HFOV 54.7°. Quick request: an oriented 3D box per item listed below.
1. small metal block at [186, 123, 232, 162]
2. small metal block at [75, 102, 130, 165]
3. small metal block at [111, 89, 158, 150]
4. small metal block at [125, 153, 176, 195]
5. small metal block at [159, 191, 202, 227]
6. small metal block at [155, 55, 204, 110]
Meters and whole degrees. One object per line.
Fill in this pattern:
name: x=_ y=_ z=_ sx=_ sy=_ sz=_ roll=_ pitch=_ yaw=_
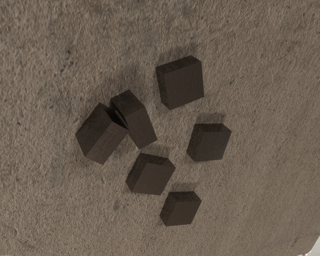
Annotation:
small metal block: x=0.073 y=0.021 z=0.462 sx=0.050 sy=0.025 sz=0.050 roll=-1 pitch=119 yaw=-28
small metal block: x=-0.068 y=0.006 z=0.358 sx=0.025 sy=0.050 sz=0.050 roll=32 pitch=100 yaw=-39
small metal block: x=-0.031 y=-0.011 z=0.369 sx=0.025 sy=0.050 sz=0.050 roll=-28 pitch=128 yaw=-11
small metal block: x=-0.014 y=0.067 z=0.442 sx=0.050 sy=0.025 sz=0.050 roll=15 pitch=110 yaw=-35
small metal block: x=0.034 y=0.132 z=0.509 sx=0.050 sy=0.025 sz=0.050 roll=6 pitch=116 yaw=-32
small metal block: x=0.026 y=-0.057 z=0.387 sx=0.050 sy=0.025 sz=0.050 roll=-22 pitch=127 yaw=-16
